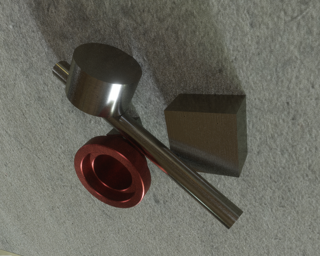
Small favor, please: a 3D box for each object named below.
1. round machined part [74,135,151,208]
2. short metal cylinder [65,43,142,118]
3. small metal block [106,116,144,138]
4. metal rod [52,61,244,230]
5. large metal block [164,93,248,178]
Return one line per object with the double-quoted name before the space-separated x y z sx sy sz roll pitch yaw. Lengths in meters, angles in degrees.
"round machined part" -0.055 0.050 0.392 0.098 0.042 0.097 13 125 20
"short metal cylinder" -0.068 -0.058 0.371 0.080 0.080 0.050 33 128 6
"small metal block" -0.042 0.018 0.425 0.025 0.050 0.050 -2 118 29
"metal rod" -0.028 0.008 0.379 0.300 0.025 0.025 40 130 19
"large metal block" 0.057 0.006 0.365 0.080 0.050 0.079 4 121 25
